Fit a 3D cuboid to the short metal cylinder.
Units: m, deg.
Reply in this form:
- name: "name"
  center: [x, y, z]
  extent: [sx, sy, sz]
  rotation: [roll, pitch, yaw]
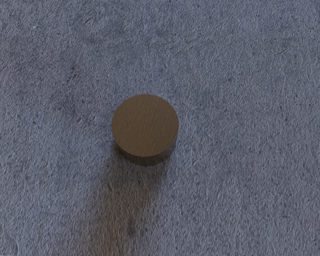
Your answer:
- name: "short metal cylinder"
  center: [-0.018, 0.004, 0.393]
  extent: [0.080, 0.050, 0.080]
  rotation: [0, 70, 0]
